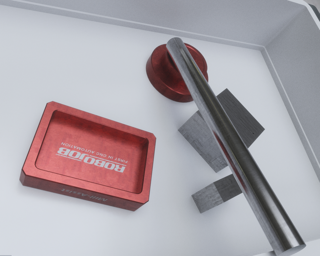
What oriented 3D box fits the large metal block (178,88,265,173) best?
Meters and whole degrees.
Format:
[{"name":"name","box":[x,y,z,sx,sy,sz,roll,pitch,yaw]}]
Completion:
[{"name":"large metal block","box":[0.087,0.002,0.437,0.080,0.050,0.081,49,51,6]}]

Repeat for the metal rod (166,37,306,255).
[{"name":"metal rod","box":[0.063,-0.009,0.344,0.025,0.025,0.300,3,45,-27]}]

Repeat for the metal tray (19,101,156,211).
[{"name":"metal tray","box":[-0.073,0.032,0.344,0.131,0.030,0.090,19,54,-18]}]

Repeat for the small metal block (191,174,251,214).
[{"name":"small metal block","box":[0.076,0.079,0.384,0.050,0.050,0.025,-16,70,-35]}]

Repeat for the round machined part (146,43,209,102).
[{"name":"round machined part","box":[0.032,-0.091,0.469,0.099,0.042,0.098,14,56,-21]}]
